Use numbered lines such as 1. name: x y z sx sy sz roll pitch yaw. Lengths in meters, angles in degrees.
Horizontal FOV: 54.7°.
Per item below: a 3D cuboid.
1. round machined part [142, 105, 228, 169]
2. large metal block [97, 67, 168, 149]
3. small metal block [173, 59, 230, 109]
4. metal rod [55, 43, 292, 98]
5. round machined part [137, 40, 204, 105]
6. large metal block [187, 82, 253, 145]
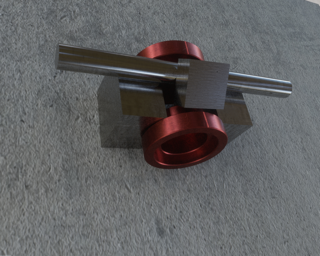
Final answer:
1. round machined part: 0.027 0.008 0.367 0.099 0.097 0.042 4 55 -26
2. large metal block: -0.037 -0.028 0.367 0.050 0.080 0.080 4 60 -26
3. small metal block: 0.045 -0.048 0.339 0.050 0.025 0.050 1 102 -26
4. metal rod: 0.038 -0.061 0.360 0.302 0.025 0.025 3 61 -27
5. round machined part: 0.013 -0.065 0.405 0.099 0.097 0.042 4 61 -27
6. large metal block: 0.069 -0.021 0.420 0.050 0.080 0.080 4 60 -27
